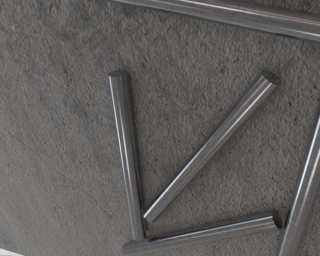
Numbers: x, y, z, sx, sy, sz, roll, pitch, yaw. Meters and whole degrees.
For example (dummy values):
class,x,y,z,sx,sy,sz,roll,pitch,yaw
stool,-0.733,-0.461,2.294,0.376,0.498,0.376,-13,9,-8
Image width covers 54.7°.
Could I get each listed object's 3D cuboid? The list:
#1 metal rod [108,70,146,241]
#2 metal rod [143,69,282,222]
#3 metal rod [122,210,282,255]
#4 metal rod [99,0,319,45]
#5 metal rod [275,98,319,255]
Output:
class,x,y,z,sx,sy,sz,roll,pitch,yaw
metal rod,-0.045,0.059,0.467,0.025,0.025,0.298,10,123,23
metal rod,0.049,0.045,0.408,0.025,0.025,0.298,37,129,3
metal rod,0.045,0.172,0.489,0.299,0.025,0.025,-27,104,37
metal rod,0.035,-0.123,0.312,0.301,0.025,0.025,18,126,17
metal rod,0.170,0.077,0.364,0.025,0.025,0.298,13,124,21
